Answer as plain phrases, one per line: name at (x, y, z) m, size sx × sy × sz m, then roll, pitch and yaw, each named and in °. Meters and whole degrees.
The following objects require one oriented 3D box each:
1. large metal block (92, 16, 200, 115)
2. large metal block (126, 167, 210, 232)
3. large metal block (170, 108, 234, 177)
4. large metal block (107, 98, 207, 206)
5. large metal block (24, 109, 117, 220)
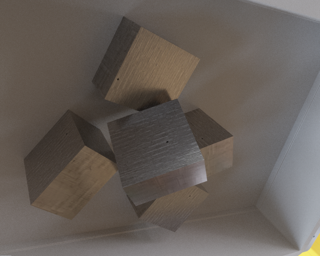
large metal block at (-0.017, -0.064, 0.345) m, size 0.081 × 0.050 × 0.080 m, roll 19°, pitch 108°, yaw -36°
large metal block at (0.012, 0.100, 0.463) m, size 0.080 × 0.050 × 0.080 m, roll -50°, pitch 129°, yaw 7°
large metal block at (0.039, 0.024, 0.411) m, size 0.081 × 0.080 × 0.050 m, roll -19°, pitch 126°, yaw -18°
large metal block at (-0.003, 0.025, 0.331) m, size 0.080 × 0.080 × 0.050 m, roll -19°, pitch 145°, yaw -1°
large metal block at (-0.100, 0.039, 0.343) m, size 0.080 × 0.080 × 0.050 m, roll -47°, pitch 130°, yaw 5°
